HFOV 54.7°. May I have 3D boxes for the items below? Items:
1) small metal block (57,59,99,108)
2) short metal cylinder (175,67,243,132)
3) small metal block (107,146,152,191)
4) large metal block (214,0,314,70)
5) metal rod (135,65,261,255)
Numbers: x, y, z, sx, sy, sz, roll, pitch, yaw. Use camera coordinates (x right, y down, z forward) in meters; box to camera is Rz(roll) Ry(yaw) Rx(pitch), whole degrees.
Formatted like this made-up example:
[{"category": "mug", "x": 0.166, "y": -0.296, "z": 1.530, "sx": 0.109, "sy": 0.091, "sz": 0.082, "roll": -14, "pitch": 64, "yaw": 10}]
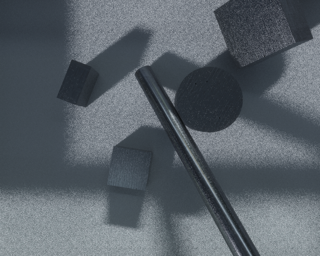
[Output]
[{"category": "small metal block", "x": -0.104, "y": -0.055, "z": 0.398, "sx": 0.025, "sy": 0.050, "sz": 0.050, "roll": 21, "pitch": 90, "yaw": 0}, {"category": "short metal cylinder", "x": 0.060, "y": -0.035, "z": 0.400, "sx": 0.081, "sy": 0.050, "sz": 0.079, "roll": 0, "pitch": 90, "yaw": -1}, {"category": "small metal block", "x": -0.039, "y": 0.052, "z": 0.411, "sx": 0.050, "sy": 0.025, "sz": 0.050, "roll": 9, "pitch": 90, "yaw": -1}, {"category": "large metal block", "x": 0.125, "y": -0.127, "z": 0.379, "sx": 0.050, "sy": 0.080, "sz": 0.080, "roll": -21, "pitch": 91, "yaw": -41}, {"category": "metal rod", "x": 0.045, "y": 0.049, "z": 0.361, "sx": 0.025, "sy": 0.025, "sz": 0.299, "roll": -28, "pitch": 70, "yaw": 0}]
